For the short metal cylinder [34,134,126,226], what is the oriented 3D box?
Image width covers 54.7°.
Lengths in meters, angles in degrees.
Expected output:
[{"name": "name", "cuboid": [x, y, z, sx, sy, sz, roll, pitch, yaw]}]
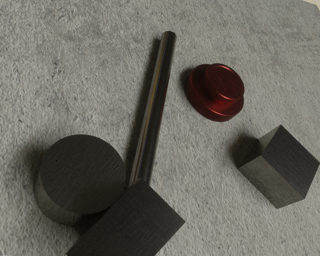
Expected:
[{"name": "short metal cylinder", "cuboid": [-0.081, 0.053, 0.313, 0.081, 0.050, 0.080, 14, 56, -21]}]

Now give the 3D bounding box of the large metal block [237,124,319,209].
[{"name": "large metal block", "cuboid": [0.173, 0.055, 0.450, 0.080, 0.050, 0.080, 45, 51, 3]}]

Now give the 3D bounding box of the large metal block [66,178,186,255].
[{"name": "large metal block", "cuboid": [-0.030, 0.092, 0.280, 0.050, 0.080, 0.080, 45, 78, 2]}]

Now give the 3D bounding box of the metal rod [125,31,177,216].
[{"name": "metal rod", "cuboid": [-0.007, -0.027, 0.417, 0.025, 0.025, 0.300, 22, 53, -16]}]

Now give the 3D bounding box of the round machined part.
[{"name": "round machined part", "cuboid": [0.091, -0.062, 0.482, 0.099, 0.042, 0.098, 14, 56, -21]}]
